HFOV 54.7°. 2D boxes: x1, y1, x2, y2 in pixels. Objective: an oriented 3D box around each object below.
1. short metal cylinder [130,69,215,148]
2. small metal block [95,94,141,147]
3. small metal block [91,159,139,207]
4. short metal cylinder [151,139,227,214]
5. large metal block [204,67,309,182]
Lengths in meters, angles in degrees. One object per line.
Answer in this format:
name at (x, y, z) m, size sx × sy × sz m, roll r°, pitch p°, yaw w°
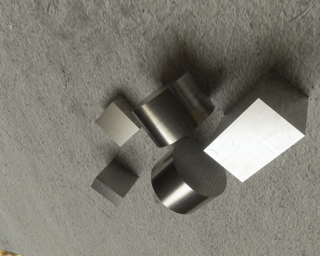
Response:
short metal cylinder at (0.014, -0.022, 0.349) m, size 0.080 × 0.080 × 0.050 m, roll -29°, pitch 103°, yaw 37°
small metal block at (-0.054, -0.010, 0.428) m, size 0.050 × 0.025 × 0.050 m, roll 46°, pitch 129°, yaw -4°
small metal block at (-0.069, 0.083, 0.476) m, size 0.050 × 0.050 × 0.025 m, roll 36°, pitch 129°, yaw 4°
short metal cylinder at (0.036, 0.060, 0.389) m, size 0.080 × 0.080 × 0.050 m, roll 42°, pitch 129°, yaw -1°
large metal block at (0.099, -0.004, 0.316) m, size 0.050 × 0.080 × 0.080 m, roll 40°, pitch 129°, yaw 1°
